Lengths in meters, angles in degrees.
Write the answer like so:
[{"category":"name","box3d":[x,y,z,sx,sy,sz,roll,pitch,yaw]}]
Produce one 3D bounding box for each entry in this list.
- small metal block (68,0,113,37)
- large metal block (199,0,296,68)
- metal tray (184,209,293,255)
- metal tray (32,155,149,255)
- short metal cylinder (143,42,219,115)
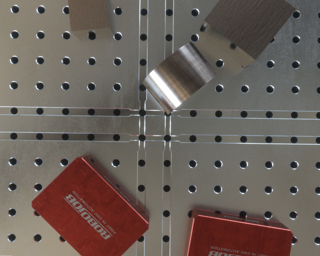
[{"category":"small metal block","box3d":[-0.092,-0.152,0.412,0.050,0.025,0.050,-5,90,-1]},{"category":"large metal block","box3d":[0.110,-0.138,0.402,0.080,0.050,0.080,38,90,-1]},{"category":"metal tray","box3d":[0.101,0.165,0.412,0.131,0.030,0.089,10,90,-1]},{"category":"metal tray","box3d":[-0.089,0.111,0.410,0.090,0.030,0.130,-45,91,0]},{"category":"short metal cylinder","box3d":[0.025,-0.061,0.386,0.080,0.080,0.050,-39,90,0]}]
